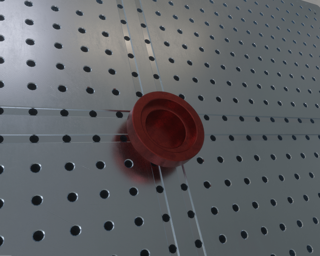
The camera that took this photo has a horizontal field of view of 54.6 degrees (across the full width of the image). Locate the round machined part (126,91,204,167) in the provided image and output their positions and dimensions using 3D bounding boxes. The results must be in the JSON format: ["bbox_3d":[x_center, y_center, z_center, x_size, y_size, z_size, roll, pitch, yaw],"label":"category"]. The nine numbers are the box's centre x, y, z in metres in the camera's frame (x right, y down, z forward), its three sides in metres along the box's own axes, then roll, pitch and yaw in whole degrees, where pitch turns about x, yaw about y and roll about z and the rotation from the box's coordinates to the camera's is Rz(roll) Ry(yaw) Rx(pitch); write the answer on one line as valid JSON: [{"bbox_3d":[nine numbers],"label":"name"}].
[{"bbox_3d":[0.004,0.005,0.396,0.099,0.042,0.098,13,56,-21],"label":"round machined part"}]
